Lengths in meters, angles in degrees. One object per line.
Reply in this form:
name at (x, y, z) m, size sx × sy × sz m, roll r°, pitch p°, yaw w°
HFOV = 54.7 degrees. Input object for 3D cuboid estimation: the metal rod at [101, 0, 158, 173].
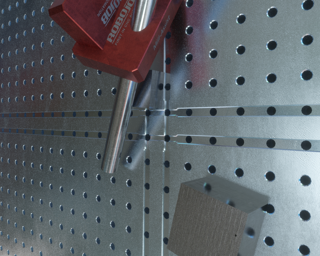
metal rod at (-0.038, -0.069, 0.395) m, size 0.025 × 0.025 × 0.298 m, roll 35°, pitch 121°, yaw 34°

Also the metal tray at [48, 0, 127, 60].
metal tray at (-0.065, -0.157, 0.382) m, size 0.030 × 0.090 × 0.130 m, roll 3°, pitch 61°, yaw 42°

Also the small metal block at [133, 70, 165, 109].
small metal block at (-0.023, -0.053, 0.426) m, size 0.050 × 0.025 × 0.050 m, roll 8°, pitch 95°, yaw 39°

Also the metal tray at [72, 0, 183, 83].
metal tray at (-0.038, -0.129, 0.384) m, size 0.090 × 0.030 × 0.130 m, roll 20°, pitch 77°, yaw 17°

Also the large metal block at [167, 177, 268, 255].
large metal block at (0.061, 0.109, 0.341) m, size 0.080 × 0.050 × 0.079 m, roll 19°, pitch 102°, yaw 38°
